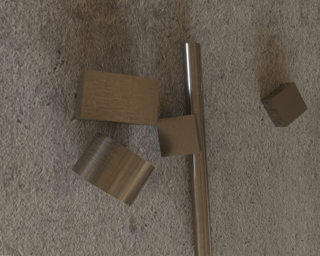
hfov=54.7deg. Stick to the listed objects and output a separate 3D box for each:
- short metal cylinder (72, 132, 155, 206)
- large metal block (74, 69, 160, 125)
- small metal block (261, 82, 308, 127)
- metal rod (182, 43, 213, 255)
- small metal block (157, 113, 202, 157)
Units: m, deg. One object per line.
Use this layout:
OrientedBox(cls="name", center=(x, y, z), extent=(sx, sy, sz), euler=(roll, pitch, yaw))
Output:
OrientedBox(cls="short metal cylinder", center=(-0.053, 0.047, 0.361), extent=(0.080, 0.080, 0.050), euler=(35, 79, -17))
OrientedBox(cls="large metal block", center=(-0.053, -0.031, 0.361), extent=(0.081, 0.080, 0.050), euler=(5, 89, -20))
OrientedBox(cls="small metal block", center=(0.194, -0.036, 0.483), extent=(0.050, 0.025, 0.050), euler=(-36, 102, -17))
OrientedBox(cls="metal rod", center=(0.052, 0.034, 0.429), extent=(0.025, 0.025, 0.298), euler=(-4, 92, -20))
OrientedBox(cls="small metal block", center=(0.025, 0.009, 0.407), extent=(0.050, 0.025, 0.050), euler=(-7, 93, 14))
